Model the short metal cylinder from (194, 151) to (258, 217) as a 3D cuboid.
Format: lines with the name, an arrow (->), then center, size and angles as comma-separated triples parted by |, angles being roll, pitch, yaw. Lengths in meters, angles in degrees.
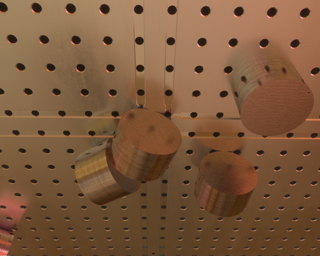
short metal cylinder -> 0.093, 0.079, 0.445 | 0.081, 0.080, 0.050 | 4, 130, -4

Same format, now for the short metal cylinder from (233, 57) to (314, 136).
short metal cylinder -> 0.131, -0.037, 0.366 | 0.081, 0.050, 0.079 | 0, 130, 0

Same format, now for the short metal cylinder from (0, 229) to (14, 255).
short metal cylinder -> -0.309, 0.221, 0.559 | 0.050, 0.080, 0.080 | 31, 123, -24

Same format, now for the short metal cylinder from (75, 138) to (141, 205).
short metal cylinder -> -0.069, 0.059, 0.425 | 0.050, 0.080, 0.080 | -26, 126, 20

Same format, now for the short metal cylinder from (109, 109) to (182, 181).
short metal cylinder -> -0.019, 0.020, 0.393 | 0.081, 0.080, 0.050 | 16, 128, -14
